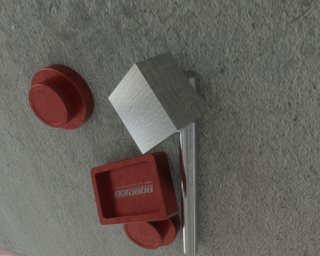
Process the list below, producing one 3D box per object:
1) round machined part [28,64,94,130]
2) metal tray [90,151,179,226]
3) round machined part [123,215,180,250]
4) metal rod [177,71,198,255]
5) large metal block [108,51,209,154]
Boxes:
[{"bbox_3d":[-0.149,-0.039,0.450,0.098,0.042,0.097,13,124,21],"label":"round machined part"},{"bbox_3d":[-0.042,0.091,0.456,0.130,0.030,0.090,-17,81,34],"label":"metal tray"},{"bbox_3d":[-0.020,0.158,0.504,0.098,0.042,0.097,13,124,21],"label":"round machined part"},{"bbox_3d":[0.040,0.068,0.427,0.025,0.025,0.298,10,123,23],"label":"metal rod"},{"bbox_3d":[-0.005,-0.027,0.353,0.080,0.050,0.080,58,144,4],"label":"large metal block"}]
